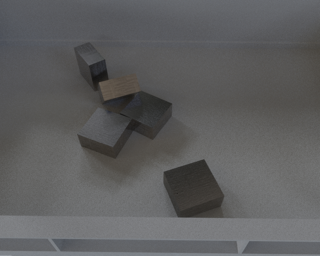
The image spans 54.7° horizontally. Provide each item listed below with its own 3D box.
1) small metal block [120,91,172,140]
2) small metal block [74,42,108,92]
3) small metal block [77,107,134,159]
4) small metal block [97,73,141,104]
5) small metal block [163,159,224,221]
[{"bbox_3d":[-0.018,-0.018,0.420,0.050,0.025,0.050,25,54,19],"label":"small metal block"},{"bbox_3d":[-0.102,-0.092,0.465,0.025,0.050,0.050,-28,56,-21],"label":"small metal block"},{"bbox_3d":[-0.069,0.006,0.400,0.050,0.025,0.050,18,52,15],"label":"small metal block"},{"bbox_3d":[-0.058,-0.054,0.430,0.050,0.050,0.025,-17,93,-14],"label":"small metal block"},{"bbox_3d":[0.036,0.068,0.348,0.050,0.025,0.050,-16,52,-13],"label":"small metal block"}]
